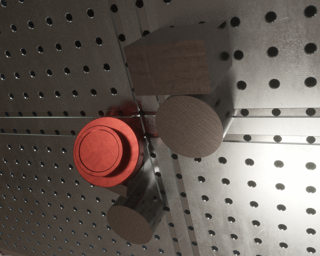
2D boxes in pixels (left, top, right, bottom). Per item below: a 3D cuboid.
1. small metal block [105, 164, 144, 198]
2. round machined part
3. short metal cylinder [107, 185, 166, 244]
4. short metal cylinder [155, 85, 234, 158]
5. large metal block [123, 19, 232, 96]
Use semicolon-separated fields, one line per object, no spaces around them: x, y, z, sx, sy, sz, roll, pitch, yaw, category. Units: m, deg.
-0.059;0.070;0.467;0.050;0.050;0.025;22;130;15;small metal block
-0.075;0.032;0.426;0.098;0.042;0.097;-2;83;13;round machined part
-0.038;0.139;0.499;0.080;0.050;0.079;13;124;20;short metal cylinder
0.041;-0.012;0.365;0.080;0.050;0.079;13;124;20;short metal cylinder
0.022;-0.073;0.318;0.080;0.080;0.050;1;119;27;large metal block
